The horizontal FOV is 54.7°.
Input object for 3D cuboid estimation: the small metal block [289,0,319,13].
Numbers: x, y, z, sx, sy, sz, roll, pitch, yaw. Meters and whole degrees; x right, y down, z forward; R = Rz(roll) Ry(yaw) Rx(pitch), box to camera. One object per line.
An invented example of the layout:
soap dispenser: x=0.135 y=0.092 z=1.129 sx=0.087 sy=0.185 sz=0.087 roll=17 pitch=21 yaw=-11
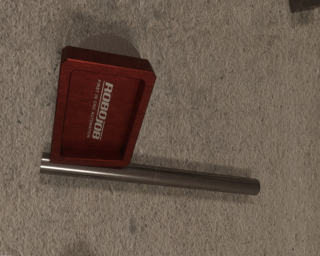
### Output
small metal block: x=0.235 y=-0.217 z=0.498 sx=0.050 sy=0.025 sz=0.050 roll=-16 pitch=96 yaw=-20

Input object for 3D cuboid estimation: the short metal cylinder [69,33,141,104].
short metal cylinder: x=-0.066 y=-0.067 z=0.372 sx=0.081 sy=0.050 sz=0.079 roll=0 pitch=90 yaw=-21

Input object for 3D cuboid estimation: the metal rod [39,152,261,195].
metal rod: x=0.002 y=0.064 z=0.411 sx=0.302 sy=0.025 sz=0.025 roll=10 pitch=87 yaw=-20

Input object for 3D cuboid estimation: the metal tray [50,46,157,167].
metal tray: x=-0.065 y=-0.016 z=0.334 sx=0.091 sy=0.030 sz=0.129 roll=6 pitch=126 yaw=-20
